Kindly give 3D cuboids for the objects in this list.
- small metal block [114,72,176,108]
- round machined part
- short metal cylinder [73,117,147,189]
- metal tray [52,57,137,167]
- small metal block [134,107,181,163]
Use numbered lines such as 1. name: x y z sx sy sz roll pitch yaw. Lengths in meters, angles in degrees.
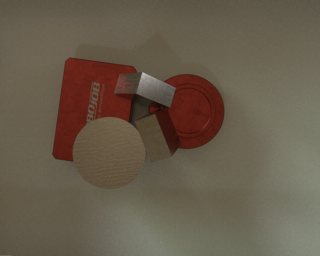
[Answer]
1. small metal block: -0.019 -0.045 0.372 0.050 0.050 0.025 19 83 -37
2. round machined part: 0.035 -0.021 0.401 0.099 0.042 0.097 0 90 -1
3. short metal cylinder: -0.056 0.027 0.367 0.081 0.050 0.079 0 90 -1
4. metal tray: -0.083 -0.020 0.404 0.091 0.030 0.129 8 90 -1
5. small metal block: -0.001 0.006 0.358 0.025 0.050 0.050 -19 97 18
